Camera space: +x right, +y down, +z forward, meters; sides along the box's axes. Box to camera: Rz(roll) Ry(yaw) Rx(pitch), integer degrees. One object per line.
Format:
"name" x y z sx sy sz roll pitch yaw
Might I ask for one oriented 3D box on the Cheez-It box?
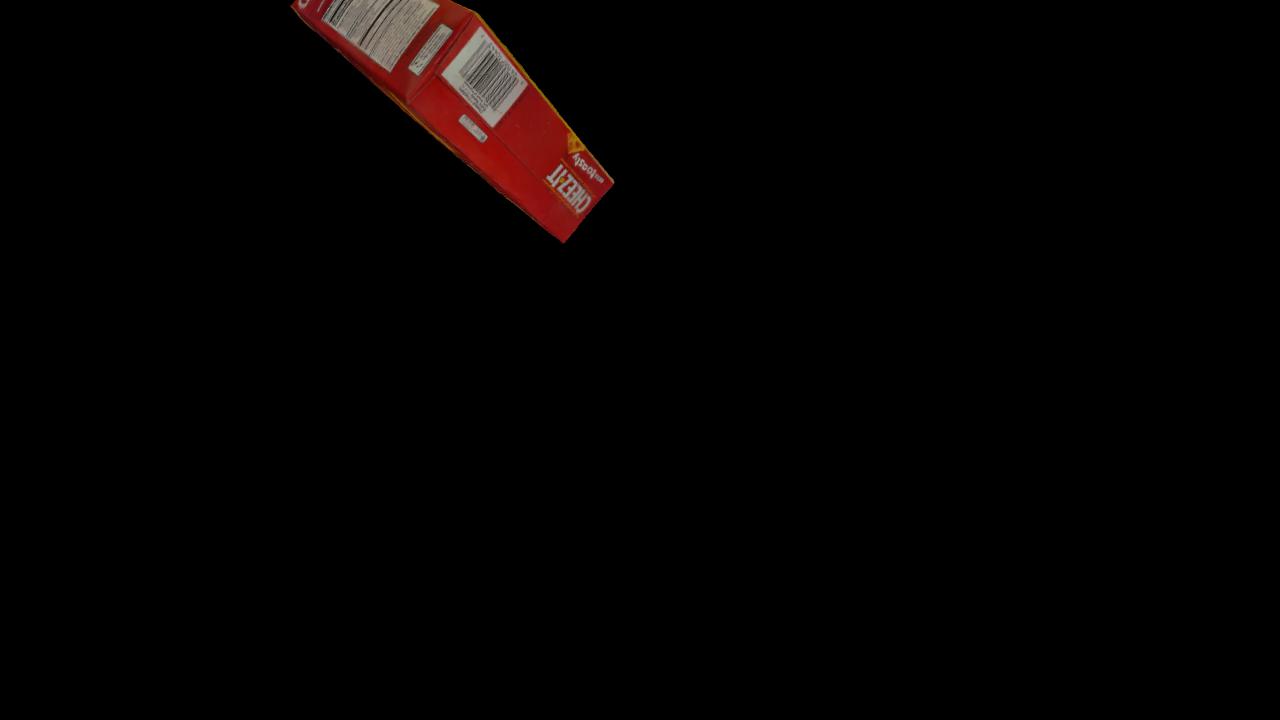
"Cheez-It box" -0.139 -0.200 0.463 0.223 0.071 0.166 43 4 33
